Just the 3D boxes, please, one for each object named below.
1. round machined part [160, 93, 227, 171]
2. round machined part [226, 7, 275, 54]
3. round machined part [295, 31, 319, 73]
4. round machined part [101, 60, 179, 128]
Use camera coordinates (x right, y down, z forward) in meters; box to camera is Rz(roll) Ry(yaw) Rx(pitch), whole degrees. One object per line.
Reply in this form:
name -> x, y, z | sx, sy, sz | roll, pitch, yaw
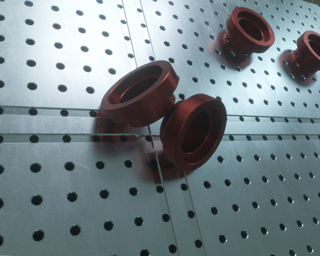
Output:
round machined part -> 0.038, 0.002, 0.392 | 0.099, 0.097, 0.042 | -26, 40, -37
round machined part -> 0.168, -0.181, 0.597 | 0.099, 0.042, 0.098 | 13, 56, -21
round machined part -> 0.334, -0.160, 0.674 | 0.099, 0.042, 0.098 | 13, 56, -21
round machined part -> -0.020, -0.038, 0.383 | 0.042, 0.098, 0.098 | 57, 44, -29
